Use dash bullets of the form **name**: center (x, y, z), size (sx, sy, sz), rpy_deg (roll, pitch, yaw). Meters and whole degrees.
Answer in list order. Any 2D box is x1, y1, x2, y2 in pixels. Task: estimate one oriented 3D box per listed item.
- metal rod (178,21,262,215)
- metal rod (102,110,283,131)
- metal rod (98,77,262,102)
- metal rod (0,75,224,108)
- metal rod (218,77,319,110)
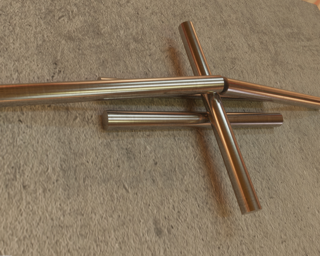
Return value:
- **metal rod**: center (0.076, -0.030, 0.435), size (0.025, 0.025, 0.299), rpy_deg (0, 62, -29)
- **metal rod**: center (0.065, -0.011, 0.449), size (0.303, 0.025, 0.025), rpy_deg (-1, 62, -29)
- **metal rod**: center (0.054, -0.055, 0.469), size (0.303, 0.025, 0.025), rpy_deg (-1, 62, -29)
- **metal rod**: center (-0.060, -0.046, 0.370), size (0.303, 0.025, 0.025), rpy_deg (-6, 65, -21)
- **metal rod**: center (0.202, -0.053, 0.517), size (0.302, 0.025, 0.025), rpy_deg (2, 60, -39)
